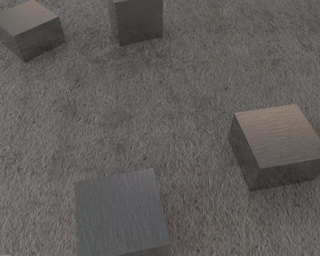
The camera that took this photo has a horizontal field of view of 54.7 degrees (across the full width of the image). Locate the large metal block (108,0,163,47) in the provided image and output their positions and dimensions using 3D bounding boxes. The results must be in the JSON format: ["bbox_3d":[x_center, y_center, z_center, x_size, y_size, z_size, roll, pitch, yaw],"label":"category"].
[{"bbox_3d":[-0.042,-0.196,0.532,0.081,0.080,0.050,-17,52,-14],"label":"large metal block"}]

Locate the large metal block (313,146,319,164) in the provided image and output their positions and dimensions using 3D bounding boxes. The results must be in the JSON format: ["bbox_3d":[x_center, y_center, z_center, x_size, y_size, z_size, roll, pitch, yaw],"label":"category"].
[{"bbox_3d":[0.229,0.034,0.340,0.050,0.080,0.080,-13,51,-10],"label":"large metal block"}]

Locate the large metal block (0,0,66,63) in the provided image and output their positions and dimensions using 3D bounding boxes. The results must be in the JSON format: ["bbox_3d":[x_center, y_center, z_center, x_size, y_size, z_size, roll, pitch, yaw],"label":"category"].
[{"bbox_3d":[-0.222,-0.166,0.525,0.080,0.050,0.080,37,59,27],"label":"large metal block"}]

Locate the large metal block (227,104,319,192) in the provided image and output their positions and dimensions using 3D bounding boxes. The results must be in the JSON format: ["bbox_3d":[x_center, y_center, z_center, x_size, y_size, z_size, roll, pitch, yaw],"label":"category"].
[{"bbox_3d":[0.136,0.022,0.369,0.081,0.050,0.080,-8,51,-7],"label":"large metal block"}]

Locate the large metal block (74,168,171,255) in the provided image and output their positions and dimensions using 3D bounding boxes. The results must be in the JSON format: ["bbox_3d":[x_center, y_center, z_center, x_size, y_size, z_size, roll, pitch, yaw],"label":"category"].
[{"bbox_3d":[-0.038,0.093,0.308,0.081,0.050,0.080,-9,51,-8],"label":"large metal block"}]
